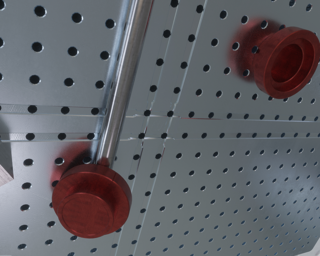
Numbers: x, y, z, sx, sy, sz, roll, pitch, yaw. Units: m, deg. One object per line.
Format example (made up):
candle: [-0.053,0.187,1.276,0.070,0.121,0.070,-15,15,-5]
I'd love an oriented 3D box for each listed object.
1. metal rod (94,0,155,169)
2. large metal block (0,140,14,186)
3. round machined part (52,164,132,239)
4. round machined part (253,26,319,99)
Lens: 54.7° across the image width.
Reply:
metal rod: [-0.048,-0.036,0.362,0.025,0.025,0.298,3,117,-30]
large metal block: [-0.205,0.030,0.302,0.080,0.050,0.080,-29,128,-10]
round machined part: [-0.087,0.097,0.385,0.099,0.042,0.097,2,113,4]
round machined part: [0.172,-0.093,0.436,0.099,0.042,0.097,-14,124,-21]
